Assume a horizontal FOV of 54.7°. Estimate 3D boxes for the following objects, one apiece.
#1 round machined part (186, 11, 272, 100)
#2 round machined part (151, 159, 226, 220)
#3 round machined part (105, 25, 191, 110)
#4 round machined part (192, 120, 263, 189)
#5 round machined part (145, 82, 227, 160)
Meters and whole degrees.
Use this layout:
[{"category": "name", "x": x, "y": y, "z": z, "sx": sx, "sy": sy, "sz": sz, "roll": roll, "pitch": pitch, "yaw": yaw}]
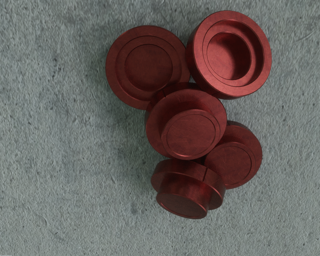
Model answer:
[{"category": "round machined part", "x": 0.075, "y": -0.080, "z": 0.359, "sx": 0.099, "sy": 0.042, "sz": 0.097, "roll": 2, "pitch": 83, "yaw": -18}, {"category": "round machined part", "x": 0.033, "y": 0.085, "z": 0.407, "sx": 0.098, "sy": 0.042, "sz": 0.097, "roll": 16, "pitch": 145, "yaw": 11}, {"category": "round machined part", "x": -0.013, "y": -0.074, "z": 0.375, "sx": 0.099, "sy": 0.042, "sz": 0.097, "roll": 0, "pitch": 110, "yaw": -1}, {"category": "round machined part", "x": 0.090, "y": 0.042, "z": 0.419, "sx": 0.099, "sy": 0.042, "sz": 0.097, "roll": 0, "pitch": 110, "yaw": -1}, {"category": "round machined part", "x": 0.032, "y": -0.001, "z": 0.367, "sx": 0.099, "sy": 0.042, "sz": 0.097, "roll": -5, "pitch": 121, "yaw": -7}]
